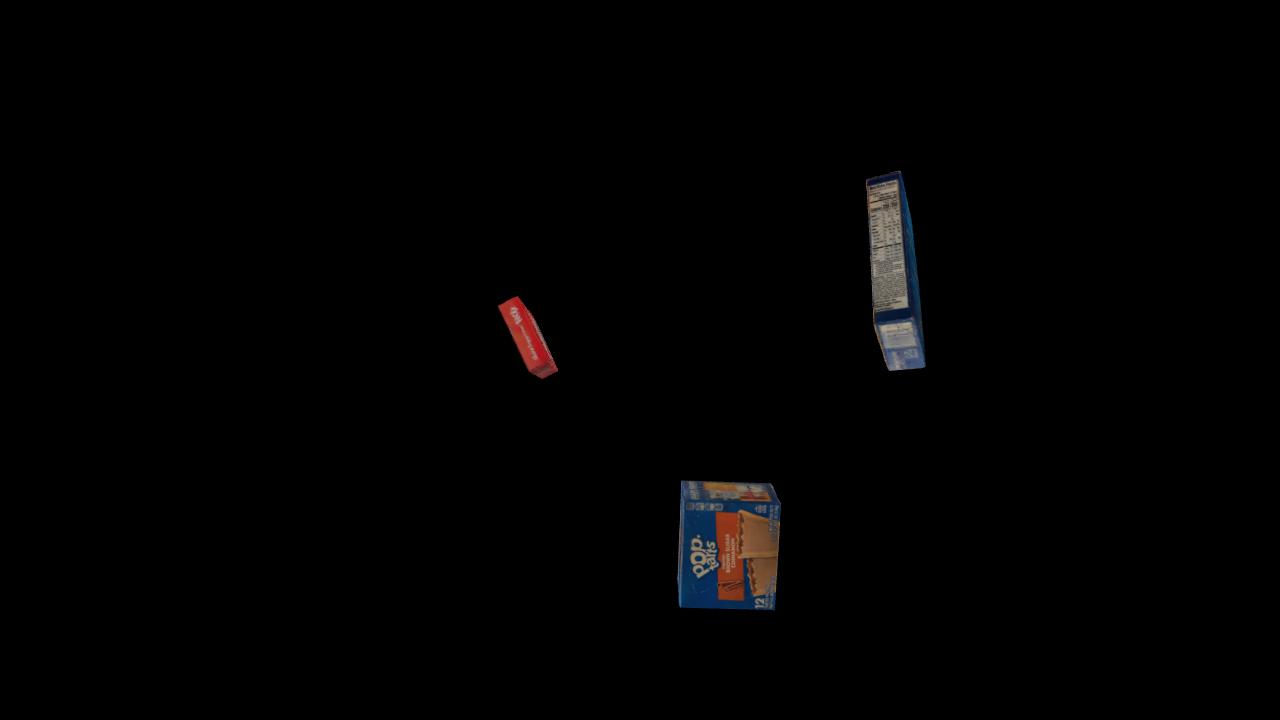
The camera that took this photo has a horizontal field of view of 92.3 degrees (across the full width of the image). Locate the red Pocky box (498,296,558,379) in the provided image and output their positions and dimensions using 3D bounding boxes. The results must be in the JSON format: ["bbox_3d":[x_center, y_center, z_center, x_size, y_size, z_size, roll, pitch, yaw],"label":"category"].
[{"bbox_3d":[-0.130,-0.022,0.735,0.028,0.083,0.155,-24,-2,-5],"label":"red Pocky box"}]

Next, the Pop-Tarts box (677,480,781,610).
[{"bbox_3d":[0.129,0.274,0.917,0.141,0.167,0.083,2,9,1],"label":"Pop-Tarts box"}]

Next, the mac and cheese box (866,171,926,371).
[{"bbox_3d":[0.261,-0.091,0.629,0.041,0.184,0.093,-9,-34,29],"label":"mac and cheese box"}]
